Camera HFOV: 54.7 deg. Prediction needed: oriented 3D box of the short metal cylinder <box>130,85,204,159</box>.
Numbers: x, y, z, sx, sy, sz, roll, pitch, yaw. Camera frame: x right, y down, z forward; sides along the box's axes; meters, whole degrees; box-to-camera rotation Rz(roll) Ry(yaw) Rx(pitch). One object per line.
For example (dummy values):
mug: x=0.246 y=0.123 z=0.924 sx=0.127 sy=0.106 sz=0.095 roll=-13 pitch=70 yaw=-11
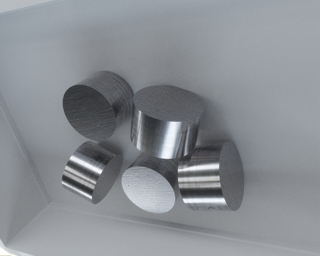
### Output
short metal cylinder: x=0.007 y=-0.009 z=0.362 sx=0.080 sy=0.080 sz=0.050 roll=20 pitch=126 yaw=16

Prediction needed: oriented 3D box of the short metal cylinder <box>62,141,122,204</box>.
short metal cylinder: x=-0.099 y=0.066 z=0.461 sx=0.050 sy=0.080 sz=0.079 roll=24 pitch=127 yaw=13

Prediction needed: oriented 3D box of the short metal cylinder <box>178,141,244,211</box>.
short metal cylinder: x=0.063 y=0.059 z=0.373 sx=0.050 sy=0.080 sz=0.080 roll=-9 pitch=114 yaw=32

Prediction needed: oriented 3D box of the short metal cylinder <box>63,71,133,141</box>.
short metal cylinder: x=-0.080 y=-0.030 z=0.412 sx=0.080 sy=0.050 sz=0.079 roll=13 pitch=124 yaw=20

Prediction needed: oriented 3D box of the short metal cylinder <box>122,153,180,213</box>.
short metal cylinder: x=-0.006 y=0.073 z=0.437 sx=0.080 sy=0.050 sz=0.079 roll=13 pitch=124 yaw=20
